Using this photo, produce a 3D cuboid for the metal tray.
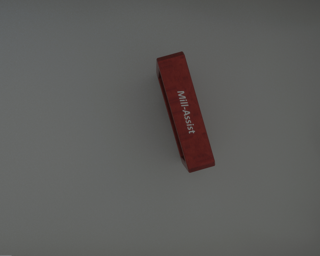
[{"bbox_3d":[0.028,-0.017,0.376,0.030,0.090,0.129,-16,90,-1],"label":"metal tray"}]
